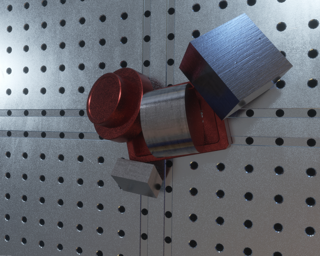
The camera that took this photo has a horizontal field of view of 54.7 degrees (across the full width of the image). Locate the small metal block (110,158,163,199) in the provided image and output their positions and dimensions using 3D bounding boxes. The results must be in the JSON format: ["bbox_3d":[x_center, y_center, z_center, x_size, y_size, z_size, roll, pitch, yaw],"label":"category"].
[{"bbox_3d":[-0.029,0.066,0.403,0.050,0.050,0.025,8,59,20],"label":"small metal block"}]

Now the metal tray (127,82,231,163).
[{"bbox_3d":[0.018,-0.007,0.401,0.130,0.030,0.089,-12,86,19],"label":"metal tray"}]

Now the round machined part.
[{"bbox_3d":[-0.058,-0.033,0.400,0.098,0.042,0.098,-16,66,39],"label":"round machined part"}]

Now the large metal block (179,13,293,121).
[{"bbox_3d":[0.082,-0.068,0.345,0.080,0.050,0.080,-32,78,-20],"label":"large metal block"}]

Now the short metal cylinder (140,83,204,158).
[{"bbox_3d":[0.017,-0.008,0.360,0.050,0.080,0.080,-9,87,19],"label":"short metal cylinder"}]
